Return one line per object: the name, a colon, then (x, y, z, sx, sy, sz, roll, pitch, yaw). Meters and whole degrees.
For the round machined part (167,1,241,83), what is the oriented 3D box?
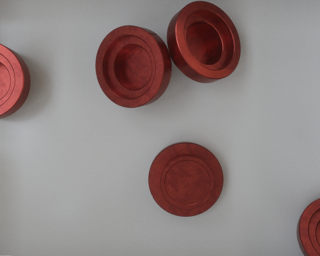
round machined part: (0.051, -0.104, 0.390, 0.099, 0.042, 0.097, 5, 80, -29)

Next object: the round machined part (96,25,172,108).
round machined part: (-0.029, -0.076, 0.389, 0.098, 0.042, 0.097, 6, 103, 27)

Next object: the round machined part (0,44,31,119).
round machined part: (-0.216, -0.059, 0.400, 0.099, 0.042, 0.097, 0, 90, -1)

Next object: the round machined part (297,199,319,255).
round machined part: (0.226, 0.140, 0.391, 0.098, 0.042, 0.098, -6, 59, 11)

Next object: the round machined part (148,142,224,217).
round machined part: (0.034, 0.068, 0.403, 0.099, 0.042, 0.097, 0, 90, -1)
